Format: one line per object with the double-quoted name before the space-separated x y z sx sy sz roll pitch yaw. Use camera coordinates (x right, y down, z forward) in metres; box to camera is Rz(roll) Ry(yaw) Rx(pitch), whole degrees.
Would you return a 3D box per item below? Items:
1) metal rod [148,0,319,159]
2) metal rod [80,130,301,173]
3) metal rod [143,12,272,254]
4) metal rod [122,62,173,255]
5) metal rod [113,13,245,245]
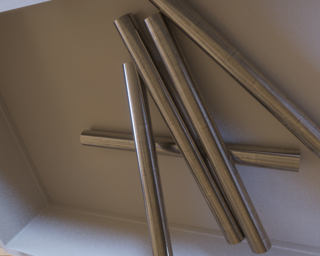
"metal rod" 0.103 -0.045 0.325 0.300 0.025 0.025 42 129 -2
"metal rod" 0.022 0.026 0.412 0.301 0.025 0.025 5 121 25
"metal rod" 0.058 0.012 0.357 0.025 0.025 0.299 -21 99 35
"metal rod" -0.011 0.069 0.381 0.025 0.025 0.298 -9 91 31
"metal rod" 0.027 0.007 0.370 0.025 0.025 0.299 -23 98 36
